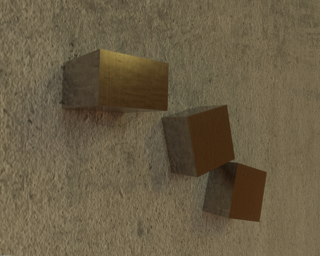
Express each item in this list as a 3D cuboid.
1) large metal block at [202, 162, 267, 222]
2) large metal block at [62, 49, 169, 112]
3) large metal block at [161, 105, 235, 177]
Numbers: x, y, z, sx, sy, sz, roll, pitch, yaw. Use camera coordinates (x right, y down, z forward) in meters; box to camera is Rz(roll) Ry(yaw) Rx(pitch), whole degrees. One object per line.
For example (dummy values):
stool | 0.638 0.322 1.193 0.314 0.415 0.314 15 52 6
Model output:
large metal block | 0.119 0.099 0.488 0.080 0.050 0.080 19 78 -38
large metal block | -0.048 -0.044 0.328 0.081 0.080 0.050 2 89 -40
large metal block | 0.055 0.015 0.434 0.081 0.050 0.079 -17 101 -39
